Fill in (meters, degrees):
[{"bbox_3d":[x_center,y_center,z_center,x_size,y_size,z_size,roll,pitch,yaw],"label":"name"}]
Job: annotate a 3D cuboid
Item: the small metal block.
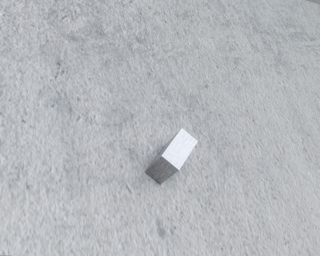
[{"bbox_3d":[0.013,0.035,0.373,0.025,0.050,0.050,40,51,-1],"label":"small metal block"}]
